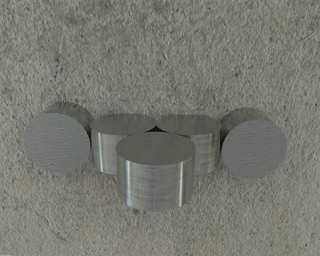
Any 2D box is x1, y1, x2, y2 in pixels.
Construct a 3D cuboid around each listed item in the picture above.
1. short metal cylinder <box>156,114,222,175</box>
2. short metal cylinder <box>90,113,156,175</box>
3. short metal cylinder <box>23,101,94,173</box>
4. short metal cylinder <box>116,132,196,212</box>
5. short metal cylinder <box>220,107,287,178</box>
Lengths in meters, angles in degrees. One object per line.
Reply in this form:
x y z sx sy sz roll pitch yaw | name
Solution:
0.035 0.018 0.389 0.081 0.080 0.050 0 109 0 | short metal cylinder
-0.045 0.017 0.388 0.081 0.080 0.050 0 110 0 | short metal cylinder
-0.125 0.011 0.400 0.081 0.050 0.079 0 110 -1 | short metal cylinder
-0.004 0.042 0.323 0.081 0.080 0.050 1 111 -1 | short metal cylinder
0.116 0.018 0.405 0.081 0.050 0.079 0 111 -1 | short metal cylinder
